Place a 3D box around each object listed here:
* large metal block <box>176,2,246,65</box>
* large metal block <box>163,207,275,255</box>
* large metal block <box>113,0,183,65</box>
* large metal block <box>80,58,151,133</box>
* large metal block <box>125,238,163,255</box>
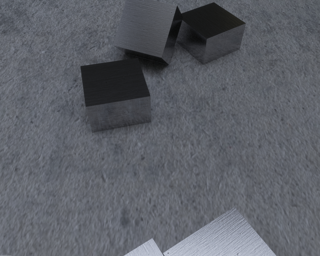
[{"bbox_3d":[0.083,-0.162,0.524,0.081,0.050,0.080,-27,55,-21],"label":"large metal block"},{"bbox_3d":[0.058,0.132,0.276,0.081,0.050,0.080,-26,55,-20],"label":"large metal block"},{"bbox_3d":[-0.017,-0.153,0.489,0.080,0.050,0.080,17,93,13],"label":"large metal block"},{"bbox_3d":[-0.061,-0.047,0.425,0.081,0.050,0.080,-11,51,-9],"label":"large metal block"},{"bbox_3d":[-0.019,0.155,0.256,0.081,0.050,0.080,-26,55,-20],"label":"large metal block"}]
